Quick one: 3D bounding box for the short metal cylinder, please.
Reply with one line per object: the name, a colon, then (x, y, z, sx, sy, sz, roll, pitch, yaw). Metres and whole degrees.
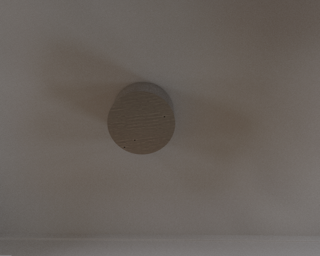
short metal cylinder: (-0.022, -0.013, 0.390, 0.080, 0.050, 0.079, 0, 110, 0)
